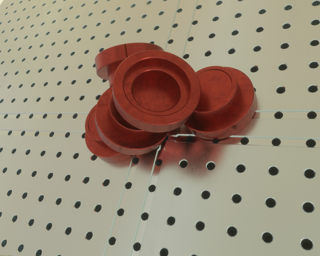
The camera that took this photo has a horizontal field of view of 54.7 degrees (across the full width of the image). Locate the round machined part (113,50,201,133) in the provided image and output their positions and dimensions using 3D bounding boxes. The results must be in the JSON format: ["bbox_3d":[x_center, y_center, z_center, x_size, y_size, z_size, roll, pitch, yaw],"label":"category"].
[{"bbox_3d":[-0.006,-0.039,0.361,0.099,0.042,0.098,4,65,-8],"label":"round machined part"}]

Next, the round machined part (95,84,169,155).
[{"bbox_3d":[-0.032,-0.018,0.393,0.099,0.042,0.098,6,63,-11],"label":"round machined part"}]

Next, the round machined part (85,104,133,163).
[{"bbox_3d":[-0.064,-0.005,0.432,0.098,0.042,0.098,-13,56,20],"label":"round machined part"}]

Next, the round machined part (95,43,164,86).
[{"bbox_3d":[-0.039,-0.080,0.436,0.098,0.098,0.042,-12,83,21],"label":"round machined part"}]

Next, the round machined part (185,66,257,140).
[{"bbox_3d":[0.066,-0.038,0.385,0.098,0.042,0.098,-13,56,20],"label":"round machined part"}]
